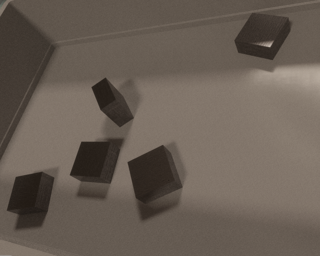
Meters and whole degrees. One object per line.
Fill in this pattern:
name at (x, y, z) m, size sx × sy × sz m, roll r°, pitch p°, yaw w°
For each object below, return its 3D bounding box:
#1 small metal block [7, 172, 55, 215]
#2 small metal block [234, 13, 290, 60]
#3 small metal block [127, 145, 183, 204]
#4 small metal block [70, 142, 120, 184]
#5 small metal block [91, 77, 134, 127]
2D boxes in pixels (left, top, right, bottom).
small metal block at (-0.184, 0.094, 0.442) m, size 0.050 × 0.025 × 0.050 m, roll -13°, pitch 56°, yaw 21°
small metal block at (0.135, -0.122, 0.409) m, size 0.050 × 0.025 × 0.050 m, roll 24°, pitch 75°, yaw 36°
small metal block at (-0.007, 0.056, 0.374) m, size 0.050 × 0.025 × 0.050 m, roll -27°, pitch 53°, yaw 11°
small metal block at (-0.088, 0.046, 0.422) m, size 0.050 × 0.025 × 0.050 m, roll -1°, pitch 61°, yaw 27°
small metal block at (-0.068, -0.036, 0.446) m, size 0.025 × 0.050 × 0.050 m, roll -34°, pitch 52°, yaw 6°
